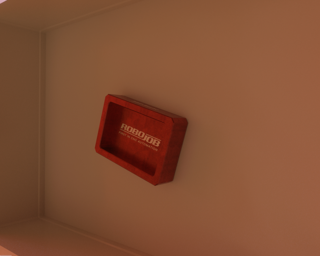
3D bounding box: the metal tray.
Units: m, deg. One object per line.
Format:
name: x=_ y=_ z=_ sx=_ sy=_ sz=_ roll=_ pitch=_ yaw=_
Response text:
metal tray: x=-0.031 y=0.012 z=0.426 sx=0.130 sy=0.030 sz=0.089 roll=22 pitch=104 yaw=37
